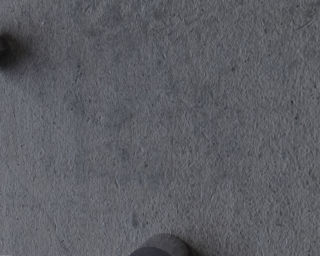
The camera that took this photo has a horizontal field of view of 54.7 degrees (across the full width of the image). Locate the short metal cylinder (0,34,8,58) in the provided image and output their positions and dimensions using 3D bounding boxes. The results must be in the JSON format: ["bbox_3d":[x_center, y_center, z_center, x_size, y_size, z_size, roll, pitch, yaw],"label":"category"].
[{"bbox_3d":[-0.290,-0.131,0.482,0.050,0.080,0.080,-45,76,14],"label":"short metal cylinder"}]

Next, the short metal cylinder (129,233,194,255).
[{"bbox_3d":[0.000,0.183,0.396,0.080,0.050,0.080,0,90,20],"label":"short metal cylinder"}]
